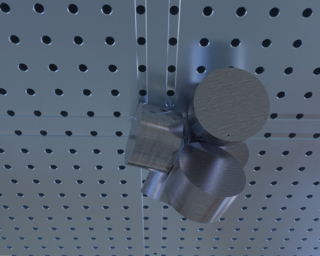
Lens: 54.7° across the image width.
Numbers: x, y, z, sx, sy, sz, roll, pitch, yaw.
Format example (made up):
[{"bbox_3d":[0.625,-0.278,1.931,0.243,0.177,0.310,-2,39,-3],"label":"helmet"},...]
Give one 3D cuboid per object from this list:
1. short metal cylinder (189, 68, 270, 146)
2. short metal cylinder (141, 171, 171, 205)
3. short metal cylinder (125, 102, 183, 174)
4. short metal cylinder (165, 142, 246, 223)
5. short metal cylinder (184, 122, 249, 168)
[{"bbox_3d":[0.075,-0.021,0.349,0.081,0.080,0.050,2,170,-2],"label":"short metal cylinder"},{"bbox_3d":[0.019,0.083,0.439,0.080,0.050,0.080,22,168,5],"label":"short metal cylinder"},{"bbox_3d":[-0.009,0.013,0.386,0.050,0.080,0.079,15,129,-12],"label":"short metal cylinder"},{"bbox_3d":[0.052,0.062,0.362,0.081,0.080,0.050,13,129,-11],"label":"short metal cylinder"},{"bbox_3d":[0.073,0.023,0.414,0.081,0.050,0.079,0,129,0],"label":"short metal cylinder"}]
